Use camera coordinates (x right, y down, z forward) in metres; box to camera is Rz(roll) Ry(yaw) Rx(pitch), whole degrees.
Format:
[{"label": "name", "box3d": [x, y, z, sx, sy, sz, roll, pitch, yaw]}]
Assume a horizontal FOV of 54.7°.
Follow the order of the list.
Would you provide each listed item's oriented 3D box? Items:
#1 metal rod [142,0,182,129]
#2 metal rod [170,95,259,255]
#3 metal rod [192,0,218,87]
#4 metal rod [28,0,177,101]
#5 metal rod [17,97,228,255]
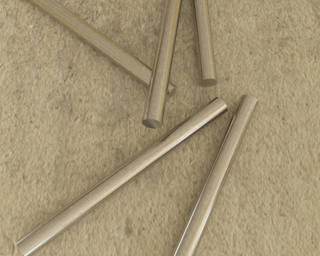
[{"label": "metal rod", "box3d": [0.012, -0.137, 0.440, 0.025, 0.025, 0.299, 8, 63, 2]}, {"label": "metal rod", "box3d": [0.056, 0.088, 0.376, 0.025, 0.025, 0.300, 25, 72, 8]}, {"label": "metal rod", "box3d": [0.062, -0.203, 0.483, 0.025, 0.025, 0.299, -2, 70, -1]}, {"label": "metal rod", "box3d": [-0.101, -0.136, 0.456, 0.300, 0.025, 0.025, 37, 74, 12]}, {"label": "metal rod", "box3d": [-0.037, 0.053, 0.388, 0.301, 0.025, 0.025, -35, 74, -13]}]
